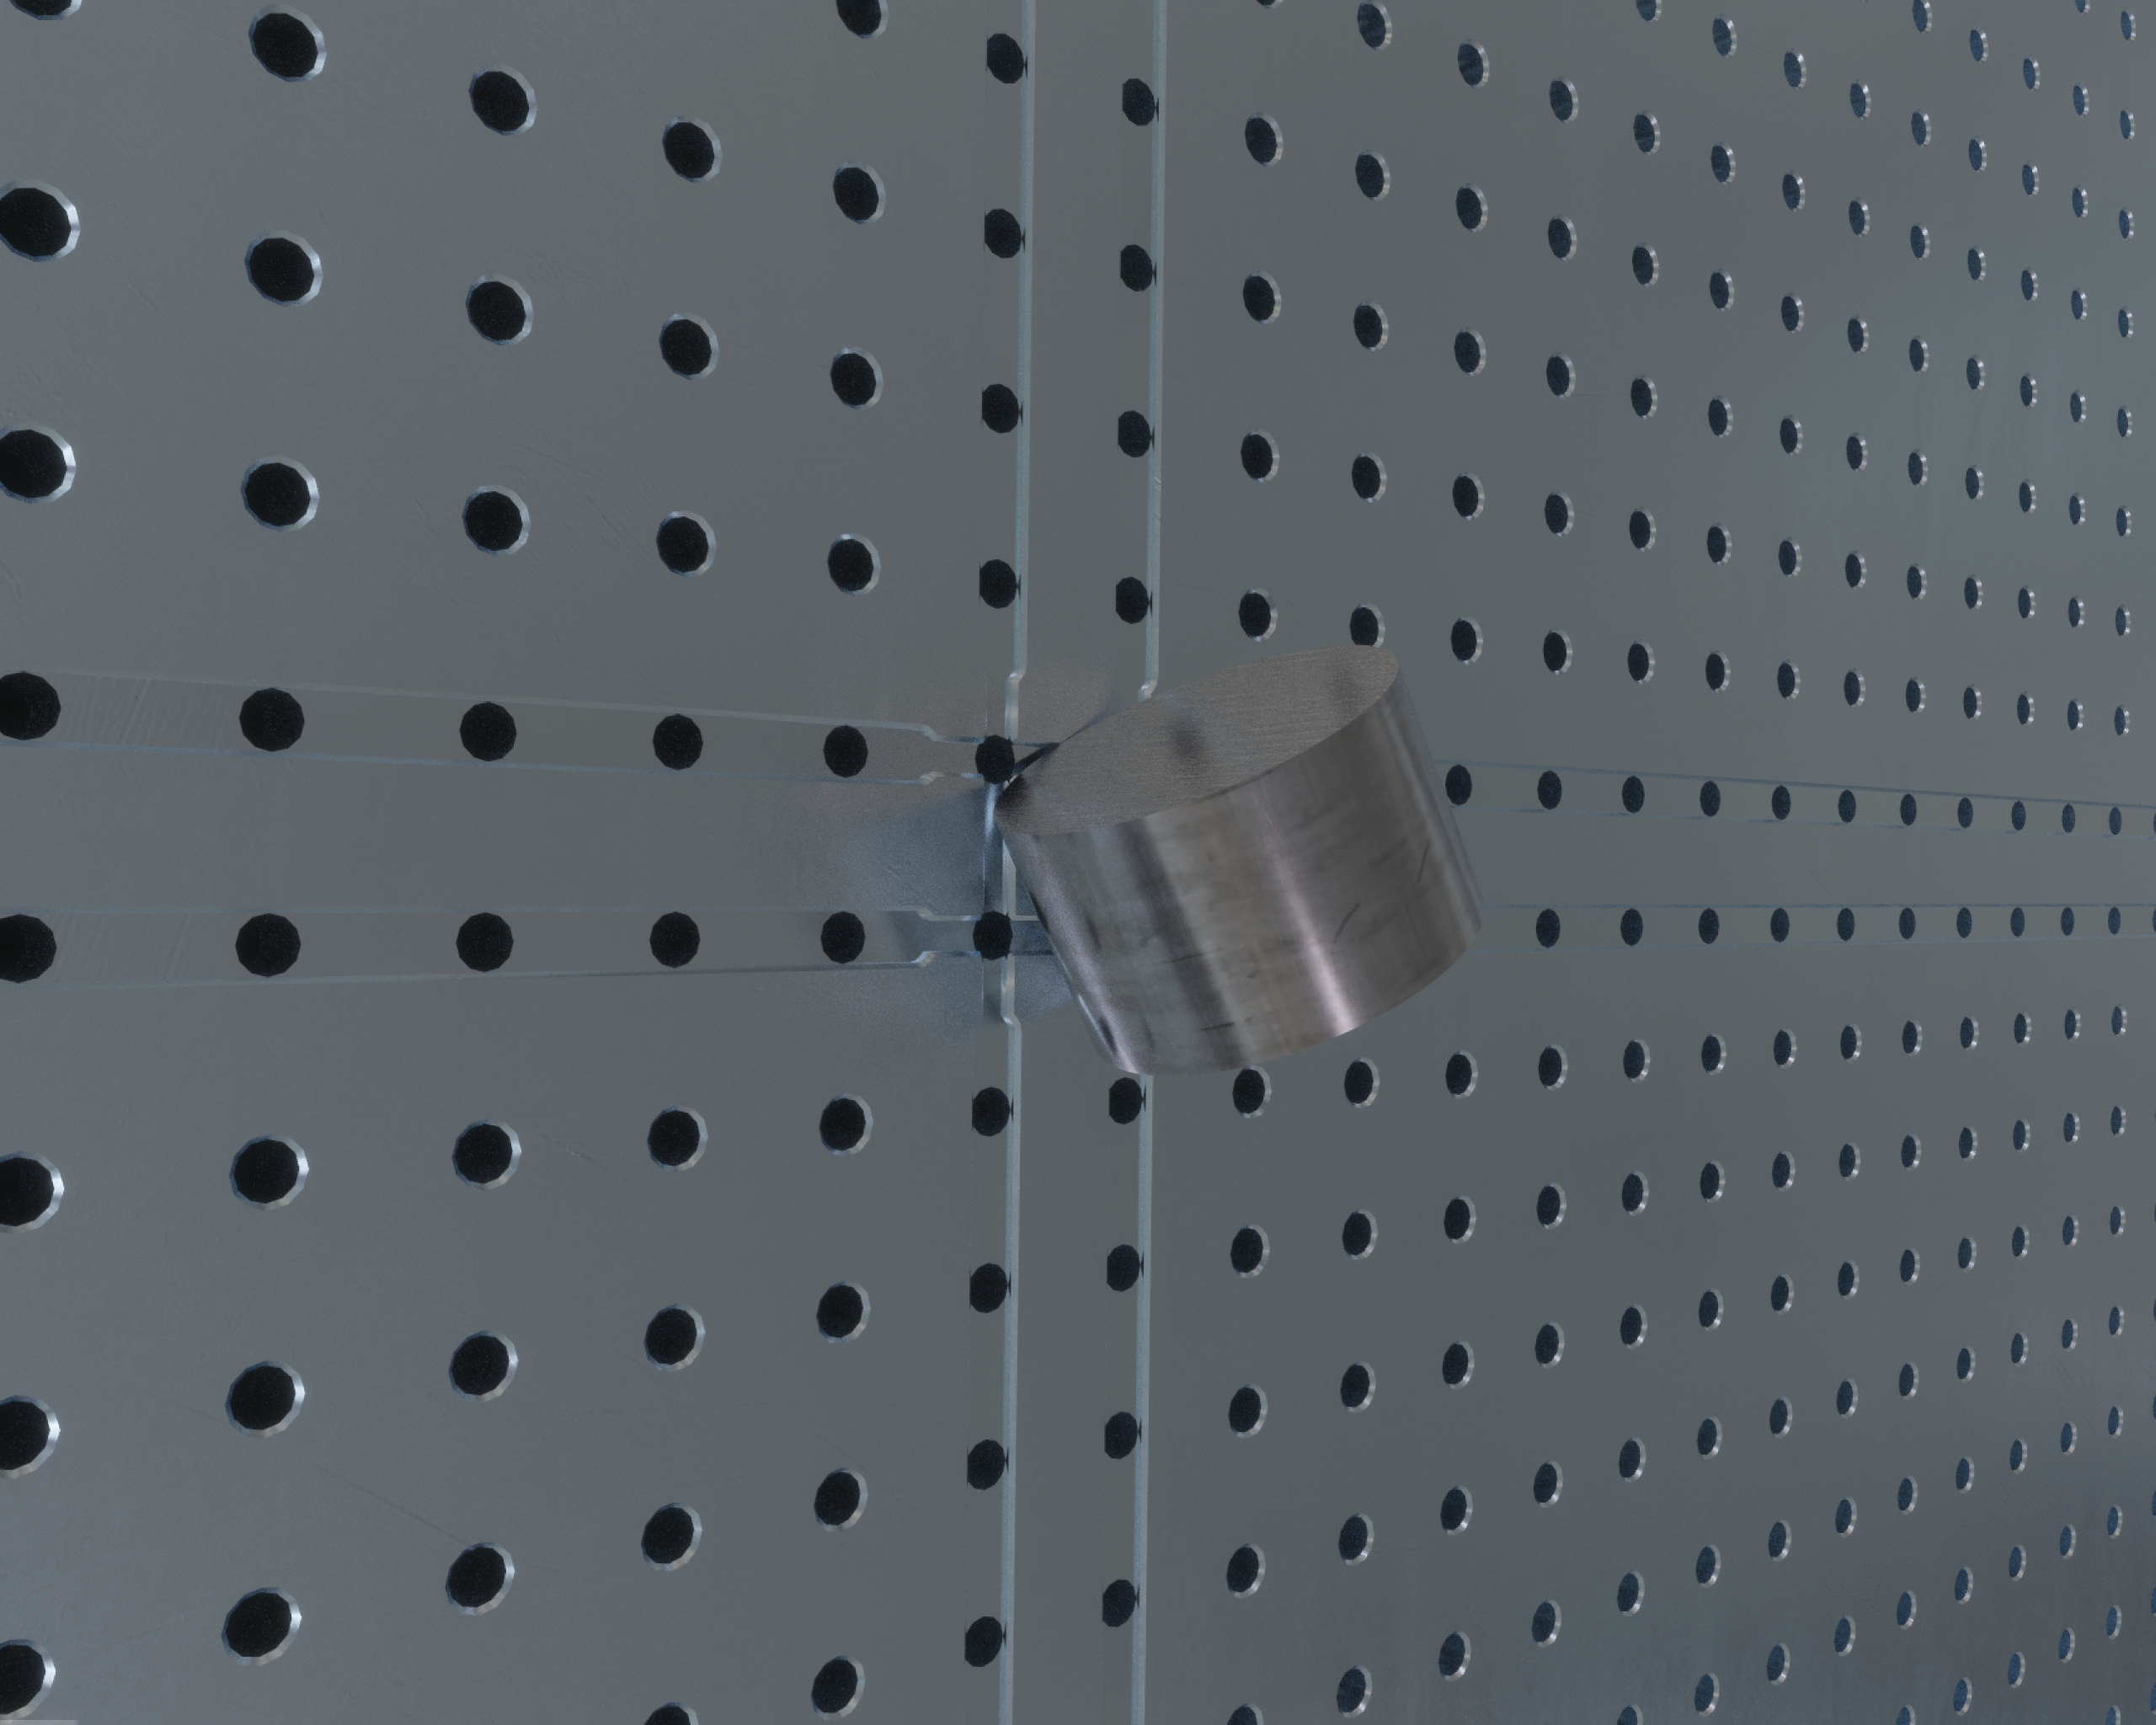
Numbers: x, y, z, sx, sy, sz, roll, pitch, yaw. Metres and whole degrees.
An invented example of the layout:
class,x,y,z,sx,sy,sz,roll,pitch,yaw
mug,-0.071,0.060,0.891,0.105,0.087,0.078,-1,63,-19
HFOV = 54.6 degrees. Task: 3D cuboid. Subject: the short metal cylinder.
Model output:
class,x,y,z,sx,sy,sz,roll,pitch,yaw
short metal cylinder,0.031,-0.002,0.397,0.080,0.080,0.050,-35,111,-34
